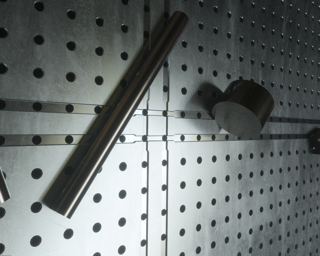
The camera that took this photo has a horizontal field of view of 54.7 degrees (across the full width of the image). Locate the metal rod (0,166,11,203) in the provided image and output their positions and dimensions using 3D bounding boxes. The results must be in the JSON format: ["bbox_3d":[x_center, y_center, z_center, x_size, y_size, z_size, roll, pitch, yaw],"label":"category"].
[{"bbox_3d":[-0.184,-0.075,0.255,0.025,0.025,0.298,-22,104,-38],"label":"metal rod"}]

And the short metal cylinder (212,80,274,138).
[{"bbox_3d":[0.130,-0.029,0.485,0.080,0.080,0.050,52,59,-28],"label":"short metal cylinder"}]

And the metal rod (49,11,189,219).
[{"bbox_3d":[-0.038,-0.033,0.379,0.025,0.025,0.300,43,64,-32],"label":"metal rod"}]

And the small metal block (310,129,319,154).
[{"bbox_3d":[0.385,0.031,0.737,0.050,0.025,0.050,-21,104,-38],"label":"small metal block"}]
